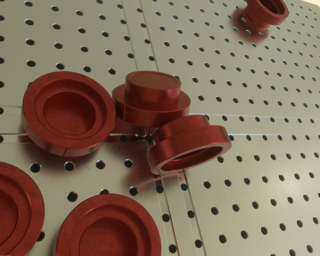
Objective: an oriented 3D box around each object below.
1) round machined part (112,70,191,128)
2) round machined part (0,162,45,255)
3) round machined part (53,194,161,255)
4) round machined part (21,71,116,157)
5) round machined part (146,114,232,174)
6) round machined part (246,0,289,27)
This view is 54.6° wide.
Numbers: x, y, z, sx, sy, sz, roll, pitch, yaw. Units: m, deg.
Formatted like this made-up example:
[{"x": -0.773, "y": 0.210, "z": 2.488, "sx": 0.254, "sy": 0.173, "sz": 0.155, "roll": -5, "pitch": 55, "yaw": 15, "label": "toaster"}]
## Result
[{"x": -0.010, "y": -0.041, "z": 0.386, "sx": 0.099, "sy": 0.042, "sz": 0.098, "roll": 6, "pitch": 27, "yaw": -3, "label": "round machined part"}, {"x": -0.153, "y": 0.080, "z": 0.266, "sx": 0.099, "sy": 0.042, "sz": 0.098, "roll": 13, "pitch": 56, "yaw": -21, "label": "round machined part"}, {"x": -0.052, "y": 0.117, "z": 0.298, "sx": 0.099, "sy": 0.042, "sz": 0.098, "roll": 13, "pitch": 56, "yaw": -21, "label": "round machined part"}, {"x": -0.103, "y": -0.012, "z": 0.349, "sx": 0.099, "sy": 0.042, "sz": 0.098, "roll": 14, "pitch": 57, "yaw": -21, "label": "round machined part"}, {"x": 0.031, "y": 0.018, "z": 0.366, "sx": 0.099, "sy": 0.098, "sz": 0.042, "roll": -6, "pitch": 67, "yaw": -31, "label": "round machined part"}, {"x": 0.228, "y": -0.260, "z": 0.677, "sx": 0.099, "sy": 0.042, "sz": 0.098, "roll": 13, "pitch": 56, "yaw": -21, "label": "round machined part"}]
